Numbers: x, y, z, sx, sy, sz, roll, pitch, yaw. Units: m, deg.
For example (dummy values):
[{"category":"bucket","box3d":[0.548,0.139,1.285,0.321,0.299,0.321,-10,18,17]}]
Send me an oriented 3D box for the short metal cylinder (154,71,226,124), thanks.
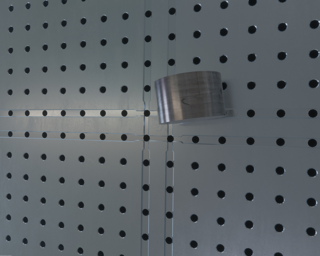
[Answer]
[{"category":"short metal cylinder","box3d":[0.036,-0.034,0.371,0.080,0.080,0.050,-8,88,20]}]
